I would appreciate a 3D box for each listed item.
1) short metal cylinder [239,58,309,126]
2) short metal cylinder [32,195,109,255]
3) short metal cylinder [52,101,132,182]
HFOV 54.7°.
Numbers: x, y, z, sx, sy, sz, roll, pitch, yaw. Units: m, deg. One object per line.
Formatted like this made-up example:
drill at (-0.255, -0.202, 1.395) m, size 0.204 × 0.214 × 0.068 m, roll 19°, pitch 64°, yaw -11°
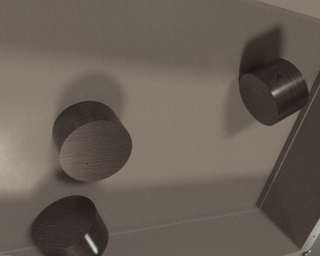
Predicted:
short metal cylinder at (0.156, -0.050, 0.430) m, size 0.050 × 0.080 × 0.080 m, roll -28°, pitch 128°, yaw -11°
short metal cylinder at (-0.112, 0.134, 0.396) m, size 0.081 × 0.080 × 0.050 m, roll -25°, pitch 128°, yaw -13°
short metal cylinder at (-0.079, 0.015, 0.360) m, size 0.081 × 0.050 × 0.079 m, roll -14°, pitch 125°, yaw -21°
